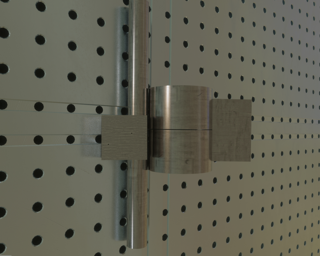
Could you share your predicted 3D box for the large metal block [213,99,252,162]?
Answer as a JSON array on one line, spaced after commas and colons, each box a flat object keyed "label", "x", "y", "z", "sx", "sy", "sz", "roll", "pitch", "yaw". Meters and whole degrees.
[{"label": "large metal block", "x": 0.090, "y": 0.003, "z": 0.435, "sx": 0.050, "sy": 0.080, "sz": 0.079, "roll": 1, "pitch": 90, "yaw": -2}]

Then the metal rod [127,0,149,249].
[{"label": "metal rod", "x": -0.027, "y": -0.005, "z": 0.381, "sx": 0.025, "sy": 0.025, "sz": 0.298, "roll": 1, "pitch": 90, "yaw": -40}]

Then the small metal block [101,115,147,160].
[{"label": "small metal block", "x": -0.041, "y": 0.011, "z": 0.356, "sx": 0.050, "sy": 0.025, "sz": 0.050, "roll": 0, "pitch": 89, "yaw": -5}]

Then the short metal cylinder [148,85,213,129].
[{"label": "short metal cylinder", "x": 0.025, "y": -0.023, "z": 0.390, "sx": 0.081, "sy": 0.080, "sz": 0.050, "roll": 1, "pitch": 90, "yaw": -40}]

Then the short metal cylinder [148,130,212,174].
[{"label": "short metal cylinder", "x": 0.025, "y": 0.027, "z": 0.390, "sx": 0.081, "sy": 0.080, "sz": 0.050, "roll": 1, "pitch": 90, "yaw": -40}]
